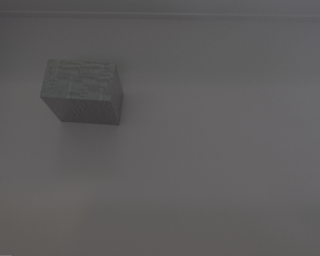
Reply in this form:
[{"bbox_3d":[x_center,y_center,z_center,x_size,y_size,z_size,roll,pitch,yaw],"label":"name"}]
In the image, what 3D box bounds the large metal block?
[{"bbox_3d":[-0.094,-0.043,0.396,0.080,0.080,0.050,4,70,1],"label":"large metal block"}]
